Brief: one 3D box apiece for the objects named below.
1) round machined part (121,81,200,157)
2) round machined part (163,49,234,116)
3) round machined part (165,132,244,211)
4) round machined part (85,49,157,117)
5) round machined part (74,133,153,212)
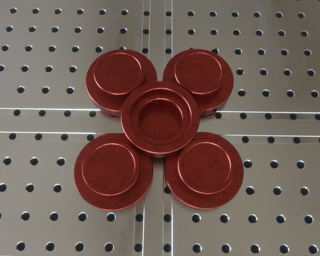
[{"bbox_3d":[0.001,-0.009,0.404,0.099,0.042,0.098,0,70,-1],"label":"round machined part"},{"bbox_3d":[0.053,-0.069,0.428,0.099,0.042,0.098,0,70,-1],"label":"round machined part"},{"bbox_3d":[0.055,0.051,0.384,0.099,0.042,0.098,0,70,-1],"label":"round machined part"},{"bbox_3d":[-0.053,-0.068,0.426,0.099,0.042,0.098,0,70,-1],"label":"round machined part"},{"bbox_3d":[-0.058,0.052,0.383,0.099,0.042,0.098,0,70,-1],"label":"round machined part"}]
